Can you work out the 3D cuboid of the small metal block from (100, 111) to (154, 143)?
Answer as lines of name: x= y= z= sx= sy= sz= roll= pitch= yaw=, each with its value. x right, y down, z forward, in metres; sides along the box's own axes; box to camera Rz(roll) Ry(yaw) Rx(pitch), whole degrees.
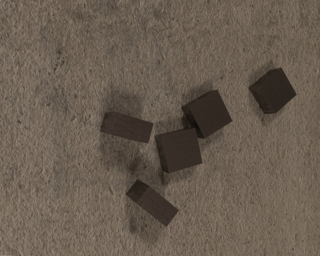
small metal block: x=-0.042 y=-0.001 z=0.381 sx=0.050 sy=0.050 sz=0.025 roll=16 pitch=85 yaw=-20

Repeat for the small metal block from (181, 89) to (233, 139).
small metal block: x=0.066 y=-0.019 z=0.435 sx=0.050 sy=0.025 sz=0.050 roll=-30 pitch=100 yaw=-18

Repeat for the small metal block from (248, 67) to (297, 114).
small metal block: x=0.173 y=-0.057 z=0.475 sx=0.050 sy=0.025 sz=0.050 roll=-38 pitch=103 yaw=-16

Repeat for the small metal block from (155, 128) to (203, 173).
small metal block: x=0.025 y=0.029 z=0.420 sx=0.050 sy=0.025 sz=0.050 roll=-14 pitch=95 yaw=-20

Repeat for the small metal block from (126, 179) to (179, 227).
small metal block: x=-0.011 y=0.094 z=0.393 sx=0.050 sy=0.050 sz=0.025 roll=42 pitch=77 yaw=-16
